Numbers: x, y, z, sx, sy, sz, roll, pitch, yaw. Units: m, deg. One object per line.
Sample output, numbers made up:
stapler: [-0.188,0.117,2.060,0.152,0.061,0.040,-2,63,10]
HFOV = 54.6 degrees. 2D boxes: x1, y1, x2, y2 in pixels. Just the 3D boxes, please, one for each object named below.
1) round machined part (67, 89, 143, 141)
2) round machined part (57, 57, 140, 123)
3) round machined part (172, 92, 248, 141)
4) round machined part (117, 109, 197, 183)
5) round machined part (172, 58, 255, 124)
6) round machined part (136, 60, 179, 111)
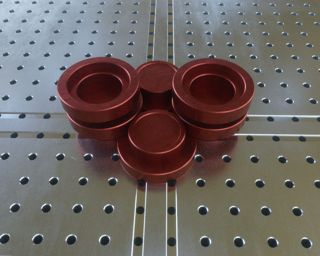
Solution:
round machined part: [-0.072,-0.022,0.414,0.099,0.042,0.098,0,50,0]
round machined part: [-0.074,-0.043,0.390,0.099,0.042,0.098,0,50,0]
round machined part: [0.065,-0.022,0.414,0.099,0.042,0.098,0,50,0]
round machined part: [-0.004,0.015,0.383,0.099,0.042,0.098,0,50,0]
round machined part: [0.064,-0.041,0.389,0.099,0.042,0.098,0,50,0]
round machined part: [-0.003,-0.060,0.447,0.099,0.042,0.098,0,50,0]
